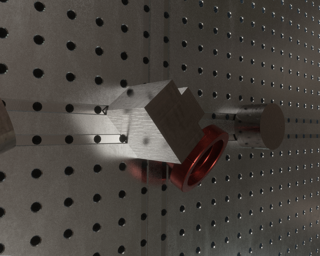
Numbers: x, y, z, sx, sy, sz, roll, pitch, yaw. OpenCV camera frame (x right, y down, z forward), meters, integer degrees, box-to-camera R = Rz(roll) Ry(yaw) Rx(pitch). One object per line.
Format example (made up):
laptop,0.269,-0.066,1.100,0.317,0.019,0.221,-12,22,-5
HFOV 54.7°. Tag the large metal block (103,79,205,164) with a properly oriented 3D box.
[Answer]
large metal block,-0.007,-0.007,0.369,0.050,0.080,0.080,-48,119,-29

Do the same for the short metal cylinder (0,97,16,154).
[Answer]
short metal cylinder,-0.158,-0.008,0.242,0.050,0.080,0.080,-31,110,-36

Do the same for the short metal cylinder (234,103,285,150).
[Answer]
short metal cylinder,0.176,-0.003,0.543,0.081,0.050,0.079,0,90,-40

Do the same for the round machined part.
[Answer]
round machined part,0.046,0.035,0.418,0.098,0.042,0.097,-40,152,-26

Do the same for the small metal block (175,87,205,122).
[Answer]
small metal block,0.030,-0.022,0.437,0.050,0.025,0.050,-52,121,-27
